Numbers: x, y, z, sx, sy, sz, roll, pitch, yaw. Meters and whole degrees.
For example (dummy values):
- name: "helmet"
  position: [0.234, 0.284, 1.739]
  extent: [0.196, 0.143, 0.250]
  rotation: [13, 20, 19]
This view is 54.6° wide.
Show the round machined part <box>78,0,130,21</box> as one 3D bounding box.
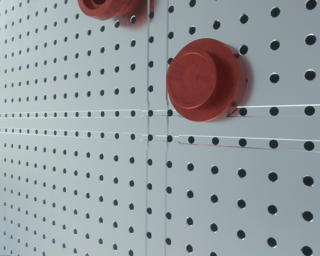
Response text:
- name: "round machined part"
  position: [-0.078, -0.210, 0.464]
  extent: [0.098, 0.042, 0.097]
  rotation: [0, 90, 40]

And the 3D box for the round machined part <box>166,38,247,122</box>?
- name: "round machined part"
  position: [0.046, -0.056, 0.361]
  extent: [0.098, 0.042, 0.097]
  rotation: [0, 90, 40]
